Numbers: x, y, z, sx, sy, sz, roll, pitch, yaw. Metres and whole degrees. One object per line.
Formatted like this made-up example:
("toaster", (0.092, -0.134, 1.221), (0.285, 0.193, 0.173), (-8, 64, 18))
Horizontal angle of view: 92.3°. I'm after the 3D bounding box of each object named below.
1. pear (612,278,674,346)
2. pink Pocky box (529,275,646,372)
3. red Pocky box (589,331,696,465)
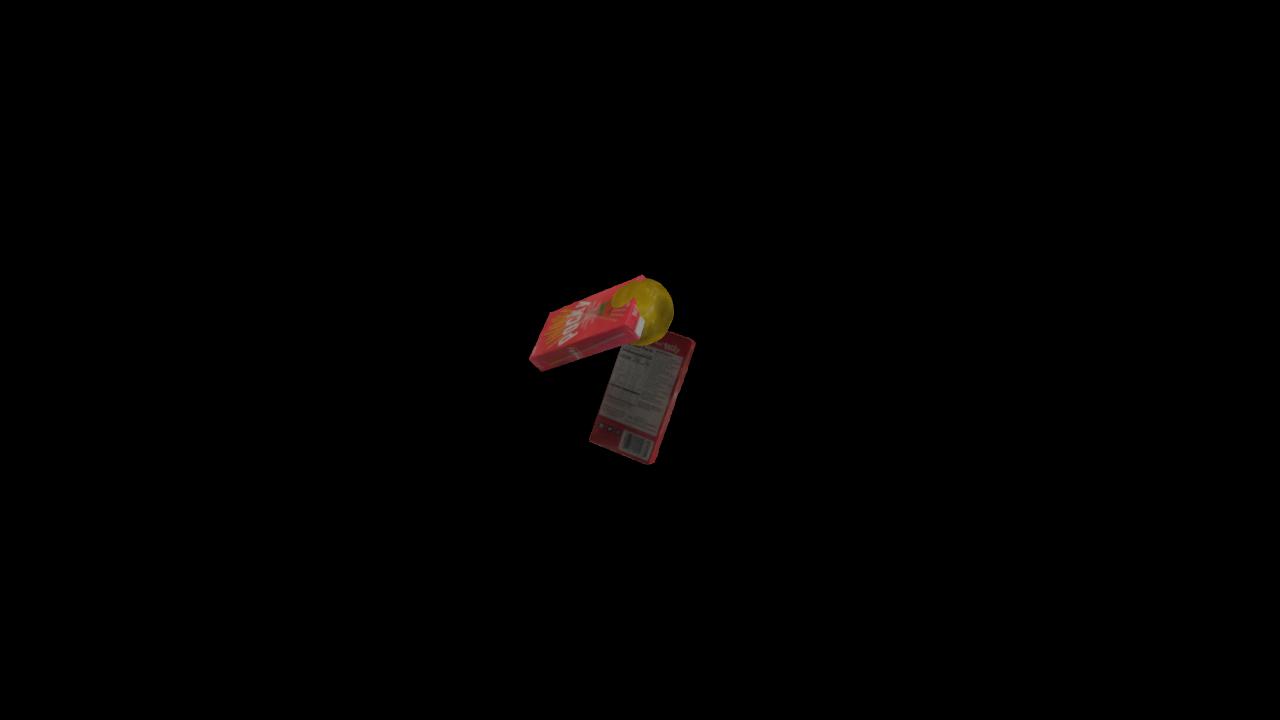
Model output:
("pear", (-0.019, -0.057, 0.724), (0.111, 0.080, 0.080), (3, 2, 31))
("pink Pocky box", (-0.058, -0.041, 0.726), (0.155, 0.084, 0.029), (-17, -50, 35))
("red Pocky box", (0.003, 0.037, 0.724), (0.083, 0.155, 0.028), (20, 1, 19))
